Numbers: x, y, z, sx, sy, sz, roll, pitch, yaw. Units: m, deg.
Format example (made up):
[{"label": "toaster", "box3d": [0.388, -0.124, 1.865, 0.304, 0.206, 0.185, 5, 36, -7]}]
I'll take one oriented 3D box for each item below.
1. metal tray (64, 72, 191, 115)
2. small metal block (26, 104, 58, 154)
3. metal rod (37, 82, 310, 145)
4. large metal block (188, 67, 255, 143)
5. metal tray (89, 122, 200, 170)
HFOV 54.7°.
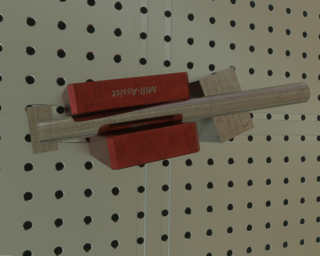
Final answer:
[{"label": "metal tray", "box3d": [-0.042, -0.039, 0.362, 0.131, 0.090, 0.030, -10, 95, -20]}, {"label": "small metal block", "box3d": [-0.133, 0.001, 0.350, 0.025, 0.050, 0.050, -9, 93, -20]}, {"label": "metal rod", "box3d": [0.025, -0.019, 0.343, 0.302, 0.025, 0.025, -9, 94, -11]}, {"label": "large metal block", "box3d": [0.067, -0.028, 0.408, 0.050, 0.080, 0.080, -24, 98, -19]}, {"label": "metal tray", "box3d": [-0.025, 0.015, 0.348, 0.091, 0.130, 0.030, -10, 94, -20]}]
